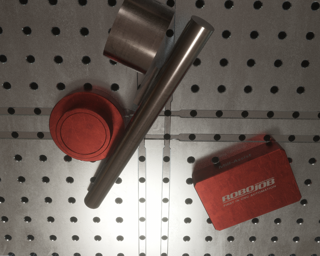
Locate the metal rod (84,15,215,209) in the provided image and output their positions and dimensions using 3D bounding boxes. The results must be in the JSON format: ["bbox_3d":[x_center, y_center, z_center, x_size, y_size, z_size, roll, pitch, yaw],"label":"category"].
[{"bbox_3d":[-0.029,0.005,0.370,0.025,0.025,0.298,27,125,-10],"label":"metal rod"}]

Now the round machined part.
[{"bbox_3d":[-0.095,0.001,0.403,0.099,0.042,0.097,0,110,-1],"label":"round machined part"}]

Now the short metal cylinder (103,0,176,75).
[{"bbox_3d":[-0.023,-0.106,0.345,0.050,0.080,0.080,25,108,-9],"label":"short metal cylinder"}]

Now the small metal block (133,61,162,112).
[{"bbox_3d":[-0.008,-0.052,0.381,0.025,0.050,0.050,31,107,-11],"label":"small metal block"}]

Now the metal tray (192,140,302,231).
[{"bbox_3d":[0.123,0.084,0.444,0.130,0.030,0.090,-24,109,8],"label":"metal tray"}]
